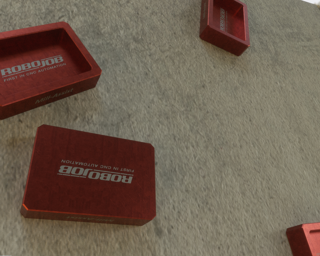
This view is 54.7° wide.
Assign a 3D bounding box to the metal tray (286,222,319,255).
[{"bbox_3d":[0.244,0.177,0.426,0.131,0.030,0.090,5,60,-26],"label":"metal tray"}]

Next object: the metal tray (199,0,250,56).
[{"bbox_3d":[0.125,-0.207,0.596,0.091,0.030,0.130,20,54,-17],"label":"metal tray"}]

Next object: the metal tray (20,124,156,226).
[{"bbox_3d":[-0.070,0.052,0.332,0.131,0.030,0.090,12,57,-22],"label":"metal tray"}]

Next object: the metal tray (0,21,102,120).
[{"bbox_3d":[-0.148,-0.073,0.366,0.131,0.030,0.090,-28,77,-38],"label":"metal tray"}]
